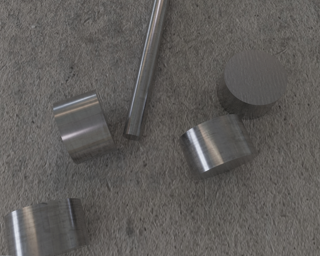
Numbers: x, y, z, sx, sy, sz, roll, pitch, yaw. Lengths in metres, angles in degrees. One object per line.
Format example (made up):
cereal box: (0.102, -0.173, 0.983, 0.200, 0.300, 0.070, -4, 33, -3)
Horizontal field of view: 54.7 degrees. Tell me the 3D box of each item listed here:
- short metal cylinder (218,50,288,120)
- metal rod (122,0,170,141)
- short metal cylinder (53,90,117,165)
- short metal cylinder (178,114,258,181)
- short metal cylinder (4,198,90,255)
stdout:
short metal cylinder: (0.122, -0.057, 0.417, 0.081, 0.050, 0.080, 0, 70, 0)
metal rod: (-0.011, -0.126, 0.454, 0.025, 0.025, 0.299, 9, 70, 3)
short metal cylinder: (-0.090, -0.001, 0.379, 0.050, 0.080, 0.080, -20, 72, -7)
short metal cylinder: (0.069, 0.025, 0.371, 0.080, 0.080, 0.050, -18, 71, -7)
short metal cylinder: (-0.122, 0.113, 0.337, 0.081, 0.080, 0.050, -15, 71, -6)
